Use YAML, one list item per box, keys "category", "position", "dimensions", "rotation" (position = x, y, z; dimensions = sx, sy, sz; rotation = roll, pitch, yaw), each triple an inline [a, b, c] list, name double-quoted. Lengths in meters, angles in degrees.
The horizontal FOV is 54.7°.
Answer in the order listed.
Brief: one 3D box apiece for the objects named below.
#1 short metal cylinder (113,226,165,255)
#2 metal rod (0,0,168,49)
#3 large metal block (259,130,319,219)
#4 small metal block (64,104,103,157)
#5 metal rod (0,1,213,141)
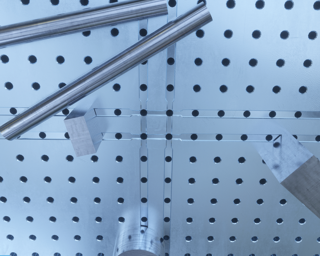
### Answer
- category: "short metal cylinder"
  position: [-0.032, 0.200, 0.473]
  dimensions: [0.081, 0.050, 0.079]
  rotation: [0, 110, 0]
- category: "metal rod"
  position: [-0.141, -0.118, 0.368]
  dimensions: [0.302, 0.025, 0.025]
  rotation: [-10, 110, 3]
- category: "large metal block"
  position: [0.189, 0.059, 0.408]
  dimensions: [0.080, 0.080, 0.050]
  rotation: [40, 105, -14]
- category: "small metal block"
  position: [-0.097, 0.002, 0.400]
  dimensions: [0.025, 0.050, 0.050]
  rotation: [-12, 110, 4]
- category: "metal rod"
  position: [-0.074, -0.065, 0.388]
  dimensions: [0.300, 0.025, 0.025]
  rotation: [-29, 108, 10]
